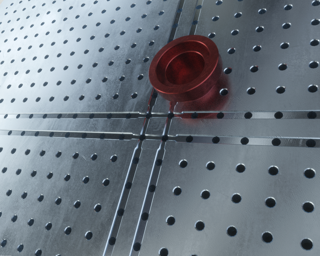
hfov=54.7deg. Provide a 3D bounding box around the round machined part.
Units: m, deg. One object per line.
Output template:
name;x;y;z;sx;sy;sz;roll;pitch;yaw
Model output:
round machined part;0.037;-0.076;0.423;0.098;0.042;0.098;-13;56;20
